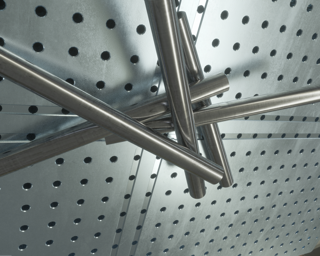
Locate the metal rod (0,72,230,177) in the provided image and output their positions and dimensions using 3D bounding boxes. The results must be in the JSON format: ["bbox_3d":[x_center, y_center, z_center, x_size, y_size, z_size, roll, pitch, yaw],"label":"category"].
[{"bbox_3d":[-0.060,-0.004,0.357,0.302,0.025,0.025,-21,127,-9],"label":"metal rod"}]

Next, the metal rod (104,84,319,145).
[{"bbox_3d":[0.078,-0.020,0.403,0.302,0.025,0.025,-11,124,-9],"label":"metal rod"}]

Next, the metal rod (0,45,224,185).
[{"bbox_3d":[-0.050,-0.008,0.330,0.301,0.025,0.025,29,103,-23],"label":"metal rod"}]

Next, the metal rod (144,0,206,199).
[{"bbox_3d":[0.027,-0.008,0.361,0.025,0.025,0.299,-27,135,-11],"label":"metal rod"}]

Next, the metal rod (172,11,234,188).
[{"bbox_3d":[0.065,-0.016,0.435,0.025,0.025,0.299,-31,129,-8],"label":"metal rod"}]
